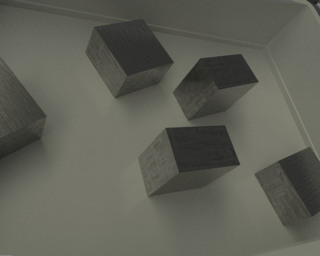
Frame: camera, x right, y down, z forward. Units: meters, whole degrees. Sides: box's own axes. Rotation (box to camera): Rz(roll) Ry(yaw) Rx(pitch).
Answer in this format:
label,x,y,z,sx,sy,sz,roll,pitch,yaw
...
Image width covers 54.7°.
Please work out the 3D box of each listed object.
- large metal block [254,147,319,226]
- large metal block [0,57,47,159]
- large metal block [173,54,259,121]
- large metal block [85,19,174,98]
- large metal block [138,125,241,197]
label,x,y,z,sx,sy,sz,roll,pitch,yaw
large metal block,0.198,0.082,0.446,0.081,0.050,0.080,-14,69,-34
large metal block,-0.173,-0.013,0.304,0.081,0.050,0.080,-34,81,-38
large metal block,0.079,-0.059,0.448,0.081,0.080,0.050,-14,69,-34
large metal block,-0.042,-0.097,0.426,0.081,0.050,0.080,-25,75,-37
large metal block,0.031,0.039,0.363,0.081,0.080,0.050,-2,63,-29
